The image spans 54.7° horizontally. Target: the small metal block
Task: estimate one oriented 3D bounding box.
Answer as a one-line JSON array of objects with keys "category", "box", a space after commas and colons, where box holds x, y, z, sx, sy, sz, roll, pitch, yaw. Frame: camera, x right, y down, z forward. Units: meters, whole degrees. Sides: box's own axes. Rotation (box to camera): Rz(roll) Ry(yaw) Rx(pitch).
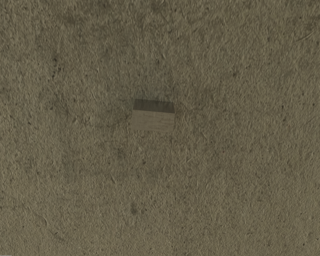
[{"category": "small metal block", "box": [-0.009, -0.016, 0.391, 0.050, 0.050, 0.025, 5, 110, -2]}]
